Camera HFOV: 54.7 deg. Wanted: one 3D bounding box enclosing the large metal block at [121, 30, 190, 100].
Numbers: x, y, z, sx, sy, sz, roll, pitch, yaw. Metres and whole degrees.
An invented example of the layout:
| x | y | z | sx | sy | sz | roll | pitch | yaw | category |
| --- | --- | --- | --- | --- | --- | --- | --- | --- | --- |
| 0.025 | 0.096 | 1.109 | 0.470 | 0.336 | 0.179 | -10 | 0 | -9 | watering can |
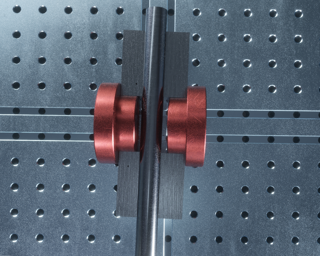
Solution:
| x | y | z | sx | sy | sz | roll | pitch | yaw | category |
| --- | --- | --- | --- | --- | --- | --- | --- | --- | --- |
| -0.006 | -0.078 | 0.400 | 0.081 | 0.050 | 0.079 | 2 | 90 | 0 | large metal block |

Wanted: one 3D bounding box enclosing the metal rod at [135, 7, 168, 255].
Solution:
| x | y | z | sx | sy | sz | roll | pitch | yaw | category |
| --- | --- | --- | --- | --- | --- | --- | --- | --- | --- |
| -0.010 | 0.011 | 0.363 | 0.025 | 0.025 | 0.298 | 3 | 90 | 0 | metal rod |

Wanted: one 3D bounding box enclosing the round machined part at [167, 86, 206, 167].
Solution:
| x | y | z | sx | sy | sz | roll | pitch | yaw | category |
| --- | --- | --- | --- | --- | --- | --- | --- | --- | --- |
| 0.032 | -0.002 | 0.377 | 0.042 | 0.098 | 0.097 | 2 | 90 | 5 | round machined part |

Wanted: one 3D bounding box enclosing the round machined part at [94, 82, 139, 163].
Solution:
| x | y | z | sx | sy | sz | roll | pitch | yaw | category |
| --- | --- | --- | --- | --- | --- | --- | --- | --- | --- |
| -0.049 | -0.006 | 0.376 | 0.042 | 0.098 | 0.097 | 2 | 90 | 0 | round machined part |

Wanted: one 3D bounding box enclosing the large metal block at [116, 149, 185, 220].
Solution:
| x | y | z | sx | sy | sz | roll | pitch | yaw | category |
| --- | --- | --- | --- | --- | --- | --- | --- | --- | --- |
| -0.011 | 0.069 | 0.400 | 0.081 | 0.050 | 0.080 | 3 | 90 | 0 | large metal block |
